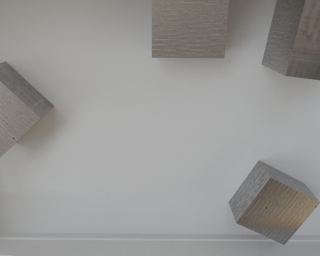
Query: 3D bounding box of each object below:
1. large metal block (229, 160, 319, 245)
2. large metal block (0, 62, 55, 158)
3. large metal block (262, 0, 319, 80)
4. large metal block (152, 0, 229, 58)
[{"bbox_3d":[0.158,0.105,0.438,0.080,0.050,0.080,27,108,-10],"label":"large metal block"},{"bbox_3d":[-0.197,-0.023,0.388,0.080,0.050,0.080,-41,105,13],"label":"large metal block"},{"bbox_3d":[0.160,-0.102,0.346,0.050,0.080,0.079,7,110,-3],"label":"large metal block"},{"bbox_3d":[0.032,-0.123,0.353,0.081,0.050,0.079,0,110,0],"label":"large metal block"}]
